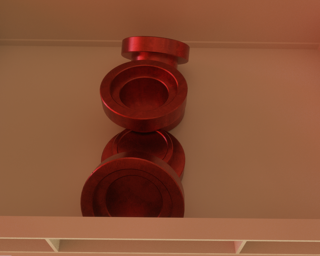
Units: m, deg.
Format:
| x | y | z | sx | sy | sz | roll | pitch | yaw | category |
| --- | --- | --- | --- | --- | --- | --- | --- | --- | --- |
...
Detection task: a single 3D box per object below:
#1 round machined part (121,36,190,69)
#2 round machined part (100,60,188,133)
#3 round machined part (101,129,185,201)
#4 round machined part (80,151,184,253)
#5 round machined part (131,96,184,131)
| x | y | z | sx | sy | sz | roll | pitch | yaw | category |
| --- | --- | --- | --- | --- | --- | --- | --- | --- | --- |
| -0.008 | -0.101 | 0.453 | 0.099 | 0.098 | 0.042 | 5 | 93 | 4 | round machined part |
| -0.018 | -0.033 | 0.364 | 0.099 | 0.042 | 0.098 | 0 | 50 | 0 | round machined part |
| -0.020 | 0.034 | 0.362 | 0.099 | 0.042 | 0.098 | 0 | 50 | 0 | round machined part |
| -0.025 | 0.070 | 0.310 | 0.099 | 0.097 | 0.042 | 5 | 13 | 3 | round machined part |
| -0.014 | -0.041 | 0.426 | 0.099 | 0.042 | 0.098 | 0 | 50 | 0 | round machined part |
